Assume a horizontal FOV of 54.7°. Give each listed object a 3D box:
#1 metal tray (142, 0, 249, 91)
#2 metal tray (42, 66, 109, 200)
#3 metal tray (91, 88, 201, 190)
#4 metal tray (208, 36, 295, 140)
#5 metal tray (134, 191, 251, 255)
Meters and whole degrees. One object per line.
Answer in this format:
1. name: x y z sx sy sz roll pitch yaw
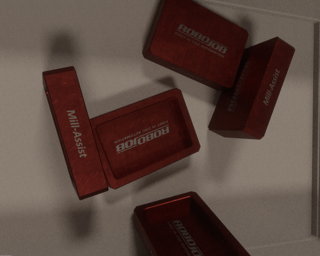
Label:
1. metal tray: 0.051 -0.116 0.428 0.131 0.030 0.090 20 83 -19
2. metal tray: -0.096 0.005 0.341 0.030 0.090 0.129 -17 96 -20
3. metal tray: -0.021 0.011 0.400 0.131 0.030 0.090 -22 98 -19
4. metal tray: 0.121 -0.051 0.422 0.030 0.090 0.130 25 82 -19
5. metal tray: 0.031 0.132 0.367 0.091 0.130 0.030 -11 117 -20
